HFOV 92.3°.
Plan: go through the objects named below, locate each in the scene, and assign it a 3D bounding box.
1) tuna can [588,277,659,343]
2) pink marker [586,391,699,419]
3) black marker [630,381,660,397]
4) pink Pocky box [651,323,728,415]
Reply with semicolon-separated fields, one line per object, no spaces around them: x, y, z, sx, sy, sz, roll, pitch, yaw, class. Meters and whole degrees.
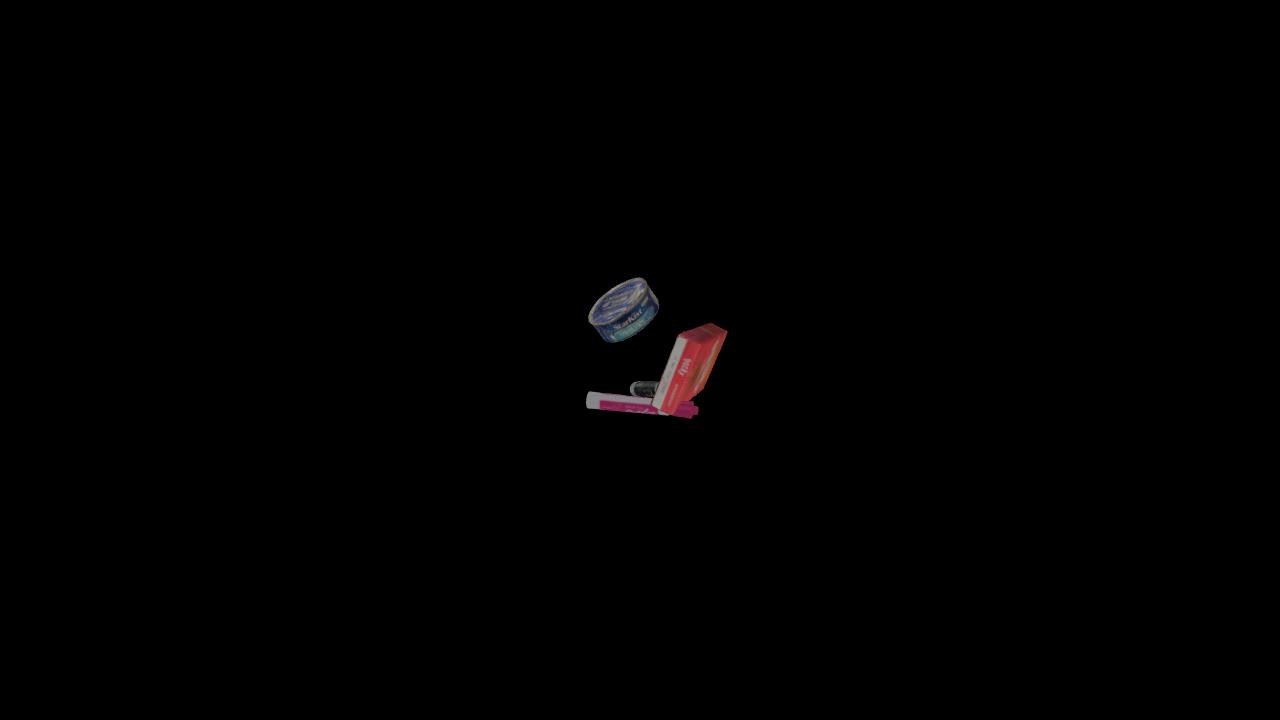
-0.019;-0.060;0.744;0.084;0.034;0.084;-27;29;17;tuna can
0.002;0.049;0.662;0.121;0.020;0.020;5;1;10;pink marker
0.018;0.033;0.695;0.020;0.020;0.121;0;-3;-21;black marker
0.060;0.006;0.701;0.029;0.084;0.155;25;14;13;pink Pocky box
